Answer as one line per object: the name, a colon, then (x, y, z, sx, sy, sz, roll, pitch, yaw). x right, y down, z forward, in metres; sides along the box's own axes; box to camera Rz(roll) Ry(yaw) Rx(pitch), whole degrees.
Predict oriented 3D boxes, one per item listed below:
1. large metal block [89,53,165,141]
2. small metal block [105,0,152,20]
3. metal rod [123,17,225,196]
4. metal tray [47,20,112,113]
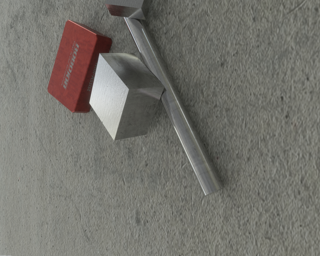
large metal block: (-0.047, -0.043, 0.408, 0.080, 0.050, 0.079, 51, 135, 34)
small metal block: (-0.039, -0.176, 0.413, 0.050, 0.025, 0.050, 12, 77, 14)
metal rod: (0.005, -0.057, 0.399, 0.025, 0.025, 0.299, -36, 68, 34)
metal tray: (-0.136, -0.101, 0.511, 0.090, 0.030, 0.129, 35, 111, 34)
